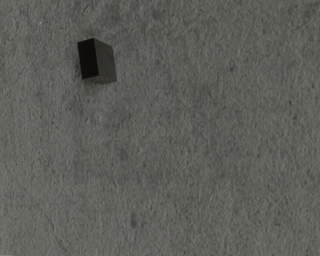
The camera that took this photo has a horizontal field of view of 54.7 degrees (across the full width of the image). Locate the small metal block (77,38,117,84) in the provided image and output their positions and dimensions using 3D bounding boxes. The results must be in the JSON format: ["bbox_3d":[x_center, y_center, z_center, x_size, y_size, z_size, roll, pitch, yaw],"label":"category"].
[{"bbox_3d":[-0.085,-0.090,0.424,0.025,0.050,0.050,-9,87,19],"label":"small metal block"}]
